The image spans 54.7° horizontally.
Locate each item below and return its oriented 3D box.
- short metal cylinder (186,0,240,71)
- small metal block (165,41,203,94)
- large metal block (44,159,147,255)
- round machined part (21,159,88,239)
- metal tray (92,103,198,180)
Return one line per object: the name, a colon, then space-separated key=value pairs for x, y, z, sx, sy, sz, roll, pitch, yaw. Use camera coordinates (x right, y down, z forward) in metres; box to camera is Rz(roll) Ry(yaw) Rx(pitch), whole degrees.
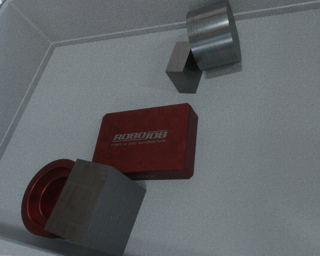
short metal cylinder: x=0.072 y=-0.120 z=0.405 sx=0.050 sy=0.080 sz=0.080 roll=-11 pitch=57 yaw=22
small metal block: x=0.036 y=-0.081 z=0.420 sx=0.025 sy=0.050 sz=0.050 roll=6 pitch=65 yaw=31
large metal block: x=-0.068 y=0.090 z=0.349 sx=0.050 sy=0.080 sz=0.080 roll=7 pitch=65 yaw=31
round machined part: x=-0.126 y=0.093 z=0.401 sx=0.098 sy=0.042 sz=0.098 roll=-13 pitch=57 yaw=21
metal tray: x=-0.020 y=0.020 z=0.400 sx=0.130 sy=0.030 sz=0.090 roll=-6 pitch=59 yaw=24
